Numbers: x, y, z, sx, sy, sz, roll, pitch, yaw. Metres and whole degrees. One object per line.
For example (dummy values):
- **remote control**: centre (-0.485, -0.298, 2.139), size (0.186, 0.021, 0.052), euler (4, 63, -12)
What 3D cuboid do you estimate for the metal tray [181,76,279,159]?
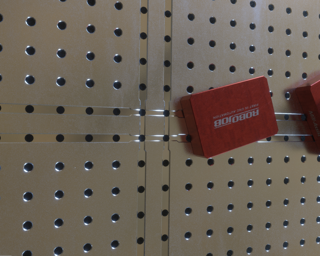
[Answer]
- **metal tray**: centre (0.103, -0.018, 0.450), size (0.131, 0.030, 0.089), euler (-17, 96, -20)

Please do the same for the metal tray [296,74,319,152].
- **metal tray**: centre (0.292, -0.027, 0.520), size (0.091, 0.030, 0.129), euler (-29, 100, -18)
